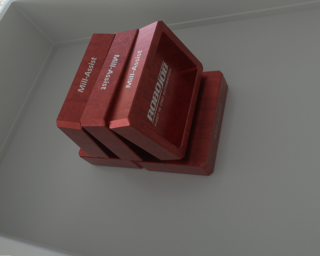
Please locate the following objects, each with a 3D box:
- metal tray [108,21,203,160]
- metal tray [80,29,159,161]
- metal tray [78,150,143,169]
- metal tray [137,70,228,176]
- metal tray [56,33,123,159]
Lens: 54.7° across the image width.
[{"bbox_3d":[0.002,-0.040,0.344,0.030,0.090,0.130,-9,57,41],"label":"metal tray"},{"bbox_3d":[-0.034,-0.038,0.363,0.030,0.090,0.130,0,60,28],"label":"metal tray"},{"bbox_3d":[-0.051,-0.011,0.433,0.090,0.030,0.130,1,62,28],"label":"metal tray"},{"bbox_3d":[0.030,-0.009,0.391,0.090,0.030,0.130,1,62,28],"label":"metal tray"},{"bbox_3d":[-0.071,-0.039,0.381,0.030,0.090,0.130,6,64,17],"label":"metal tray"}]
